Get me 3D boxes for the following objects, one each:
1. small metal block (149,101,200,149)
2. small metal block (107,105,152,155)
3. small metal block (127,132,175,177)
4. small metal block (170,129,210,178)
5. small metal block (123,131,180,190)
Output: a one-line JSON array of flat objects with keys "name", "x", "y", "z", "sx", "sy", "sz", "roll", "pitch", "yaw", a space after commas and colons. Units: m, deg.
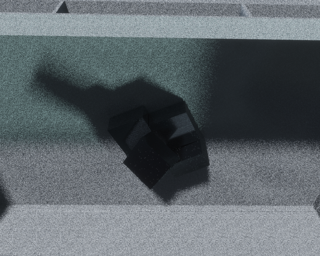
[{"name": "small metal block", "x": 0.019, "y": -0.002, "z": 0.406, "sx": 0.050, "sy": 0.025, "sz": 0.050, "roll": -20, "pitch": 128, "yaw": 15}, {"name": "small metal block", "x": -0.033, "y": 0.004, "z": 0.410, "sx": 0.050, "sy": 0.025, "sz": 0.050, "roll": -20, "pitch": 128, "yaw": 15}, {"name": "small metal block", "x": -0.012, "y": 0.039, "z": 0.440, "sx": 0.050, "sy": 0.025, "sz": 0.050, "roll": -20, "pitch": 128, "yaw": 15}, {"name": "small metal block", "x": 0.036, "y": 0.033, "z": 0.419, "sx": 0.050, "sy": 0.050, "sz": 0.025, "roll": -23, "pitch": 127, "yaw": 17}, {"name": "small metal block", "x": -0.011, "y": 0.041, "z": 0.393, "sx": 0.050, "sy": 0.025, "sz": 0.050, "roll": 43, "pitch": 124, "yaw": 9}]
